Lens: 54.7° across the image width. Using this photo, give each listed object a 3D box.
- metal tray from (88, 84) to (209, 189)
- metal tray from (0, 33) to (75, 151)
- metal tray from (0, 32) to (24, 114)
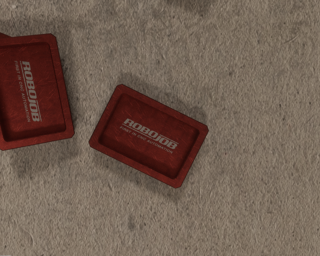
[{"bbox_3d":[-0.014,0.010,0.407,0.131,0.030,0.090,26,90,-1],"label":"metal tray"},{"bbox_3d":[-0.163,-0.045,0.383,0.091,0.030,0.129,-11,100,-16],"label":"metal tray"},{"bbox_3d":[-0.236,-0.065,0.404,0.090,0.030,0.129,22,90,-1],"label":"metal tray"}]
